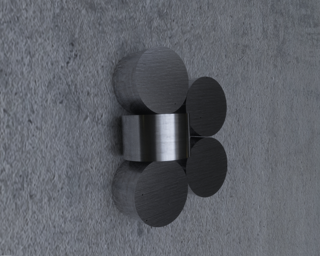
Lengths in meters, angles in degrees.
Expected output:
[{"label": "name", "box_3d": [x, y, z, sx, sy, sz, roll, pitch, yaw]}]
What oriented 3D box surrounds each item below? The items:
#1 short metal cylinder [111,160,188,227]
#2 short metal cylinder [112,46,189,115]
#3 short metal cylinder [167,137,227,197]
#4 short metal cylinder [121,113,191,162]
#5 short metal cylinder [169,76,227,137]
[{"label": "short metal cylinder", "box_3d": [-0.012, 0.075, 0.380, 0.081, 0.050, 0.080, -1, 91, -39]}, {"label": "short metal cylinder", "box_3d": [-0.011, -0.056, 0.380, 0.081, 0.050, 0.080, -1, 91, -39]}, {"label": "short metal cylinder", "box_3d": [0.048, 0.052, 0.429, 0.081, 0.050, 0.079, -1, 91, -39]}, {"label": "short metal cylinder", "box_3d": [-0.004, 0.009, 0.367, 0.081, 0.080, 0.050, -4, 93, -40]}, {"label": "short metal cylinder", "box_3d": [0.047, -0.028, 0.428, 0.081, 0.050, 0.079, -1, 91, -40]}]
